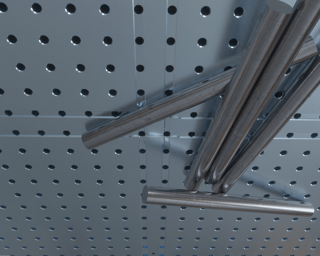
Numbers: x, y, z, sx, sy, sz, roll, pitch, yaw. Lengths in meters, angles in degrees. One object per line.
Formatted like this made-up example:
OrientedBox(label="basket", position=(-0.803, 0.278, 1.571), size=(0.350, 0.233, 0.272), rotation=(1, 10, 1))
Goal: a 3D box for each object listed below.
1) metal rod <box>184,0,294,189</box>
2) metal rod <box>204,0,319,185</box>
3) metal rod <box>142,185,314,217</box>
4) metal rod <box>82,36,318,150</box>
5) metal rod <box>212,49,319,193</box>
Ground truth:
OrientedBox(label="metal rod", position=(0.077, -0.009, 0.379), size=(0.025, 0.025, 0.298), rotation=(8, 138, -7))
OrientedBox(label="metal rod", position=(0.107, -0.021, 0.369), size=(0.025, 0.025, 0.298), rotation=(8, 138, -7))
OrientedBox(label="metal rod", position=(0.118, 0.116, 0.482), size=(0.302, 0.025, 0.025), rotation=(10, 130, -21))
OrientedBox(label="metal rod", position=(0.033, -0.036, 0.381), size=(0.300, 0.025, 0.025), rotation=(-22, 127, 17))
OrientedBox(label="metal rod", position=(0.150, -0.006, 0.409), size=(0.025, 0.025, 0.298), rotation=(17, 128, -14))
